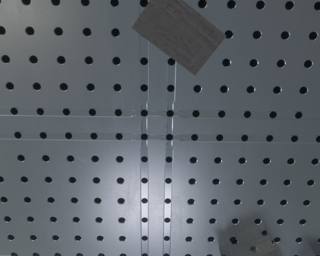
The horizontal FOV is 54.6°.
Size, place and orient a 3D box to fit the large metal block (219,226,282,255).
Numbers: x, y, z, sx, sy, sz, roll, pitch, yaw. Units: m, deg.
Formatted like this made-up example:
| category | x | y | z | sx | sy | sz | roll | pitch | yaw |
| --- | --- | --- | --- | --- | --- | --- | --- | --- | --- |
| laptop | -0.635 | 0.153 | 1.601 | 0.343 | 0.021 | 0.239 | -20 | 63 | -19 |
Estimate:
| category | x | y | z | sx | sy | sz | roll | pitch | yaw |
| --- | --- | --- | --- | --- | --- | --- | --- | --- | --- |
| large metal block | 0.150 | 0.214 | 0.480 | 0.080 | 0.050 | 0.080 | -31 | 107 | 10 |

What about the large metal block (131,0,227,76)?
| category | x | y | z | sx | sy | sz | roll | pitch | yaw |
| --- | --- | --- | --- | --- | --- | --- | --- | --- | --- |
| large metal block | 0.019 | -0.109 | 0.344 | 0.080 | 0.080 | 0.050 | 35 | 107 | -12 |
